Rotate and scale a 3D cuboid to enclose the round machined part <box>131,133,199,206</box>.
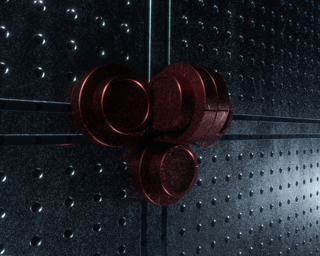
[{"bbox_3d":[0.013,0.054,0.411,0.099,0.042,0.097,0,90,-40],"label":"round machined part"}]

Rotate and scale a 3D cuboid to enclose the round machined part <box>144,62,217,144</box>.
[{"bbox_3d":[0.017,-0.030,0.369,0.042,0.098,0.097,2,89,-40],"label":"round machined part"}]

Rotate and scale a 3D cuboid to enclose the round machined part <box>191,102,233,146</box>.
[{"bbox_3d":[0.070,-0.022,0.459,0.099,0.042,0.097,0,90,-40],"label":"round machined part"}]

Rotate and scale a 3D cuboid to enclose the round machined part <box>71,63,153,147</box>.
[{"bbox_3d":[-0.048,-0.026,0.359,0.099,0.042,0.097,0,90,-40],"label":"round machined part"}]

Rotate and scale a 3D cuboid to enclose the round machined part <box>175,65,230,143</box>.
[{"bbox_3d":[0.050,-0.030,0.398,0.042,0.098,0.097,-1,91,-40],"label":"round machined part"}]
